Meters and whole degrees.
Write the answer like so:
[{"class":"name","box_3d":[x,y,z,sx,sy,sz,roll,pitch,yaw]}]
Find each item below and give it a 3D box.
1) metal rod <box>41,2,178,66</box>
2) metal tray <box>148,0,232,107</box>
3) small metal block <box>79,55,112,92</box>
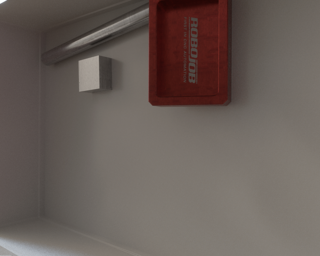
[{"class":"metal rod","box_3d":[-0.095,-0.144,0.482,0.300,0.025,0.025,-8,85,39]},{"class":"metal tray","box_3d":[0.034,-0.090,0.355,0.090,0.030,0.129,0,90,20]},{"class":"small metal block","box_3d":[-0.102,-0.083,0.489,0.050,0.025,0.050,-2,89,39]}]
